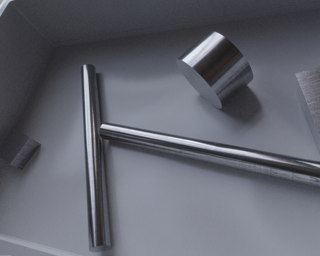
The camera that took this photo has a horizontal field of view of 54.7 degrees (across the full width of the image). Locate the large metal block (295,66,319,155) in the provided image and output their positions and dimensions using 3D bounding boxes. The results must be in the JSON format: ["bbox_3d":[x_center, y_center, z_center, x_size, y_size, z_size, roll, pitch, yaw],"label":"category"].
[{"bbox_3d":[0.189,-0.021,0.304,0.080,0.050,0.080,-17,55,18],"label":"large metal block"}]

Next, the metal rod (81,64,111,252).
[{"bbox_3d":[-0.095,0.019,0.441,0.025,0.025,0.299,-23,53,14],"label":"metal rod"}]

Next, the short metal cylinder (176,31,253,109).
[{"bbox_3d":[0.066,-0.070,0.378,0.050,0.080,0.080,-42,51,-1],"label":"short metal cylinder"}]

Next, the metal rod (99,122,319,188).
[{"bbox_3d":[0.048,0.026,0.363,0.300,0.025,0.025,10,67,32],"label":"metal rod"}]

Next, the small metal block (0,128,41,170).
[{"bbox_3d":[-0.231,0.034,0.504,0.050,0.025,0.050,22,73,35],"label":"small metal block"}]
